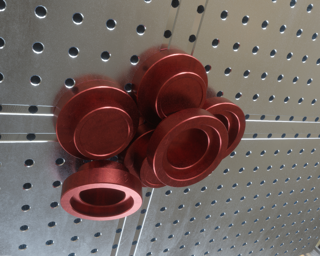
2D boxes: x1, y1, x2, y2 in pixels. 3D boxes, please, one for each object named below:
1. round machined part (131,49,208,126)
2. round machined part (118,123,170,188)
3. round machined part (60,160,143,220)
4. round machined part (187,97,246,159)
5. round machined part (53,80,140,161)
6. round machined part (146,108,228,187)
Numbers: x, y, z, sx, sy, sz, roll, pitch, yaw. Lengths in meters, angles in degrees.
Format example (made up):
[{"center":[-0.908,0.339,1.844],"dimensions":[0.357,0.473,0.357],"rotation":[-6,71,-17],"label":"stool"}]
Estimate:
[{"center":[0.018,-0.043,0.382],"dimensions":[0.099,0.042,0.097],"rotation":[-14,124,-21],"label":"round machined part"},{"center":[-0.004,0.043,0.423],"dimensions":[0.099,0.042,0.097],"rotation":[-14,124,-21],"label":"round machined part"},{"center":[-0.072,0.076,0.390],"dimensions":[0.099,0.042,0.098],"rotation":[-4,140,-3],"label":"round machined part"},{"center":[0.067,0.000,0.436],"dimensions":[0.099,0.042,0.097],"rotation":[-14,124,-21],"label":"round machined part"},{"center":[-0.069,-0.002,0.360],"dimensions":[0.099,0.042,0.097],"rotation":[-14,124,-21],"label":"round machined part"},{"center":[0.029,0.020,0.372],"dimensions":[0.099,0.042,0.097],"rotation":[-14,124,-21],"label":"round machined part"}]
